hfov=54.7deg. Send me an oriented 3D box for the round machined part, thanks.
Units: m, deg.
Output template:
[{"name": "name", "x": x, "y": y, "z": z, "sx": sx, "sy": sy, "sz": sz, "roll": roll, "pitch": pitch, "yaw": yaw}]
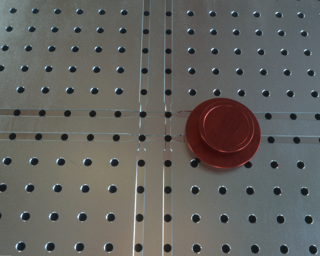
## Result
[{"name": "round machined part", "x": 0.082, "y": 0.004, "z": 0.402, "sx": 0.099, "sy": 0.042, "sz": 0.098, "roll": 0, "pitch": 70, "yaw": 0}]
